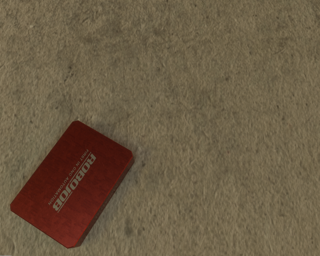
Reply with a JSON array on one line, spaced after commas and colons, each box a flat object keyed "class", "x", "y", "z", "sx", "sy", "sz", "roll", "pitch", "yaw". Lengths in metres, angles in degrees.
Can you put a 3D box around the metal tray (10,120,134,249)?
[{"class": "metal tray", "x": -0.103, "y": 0.066, "z": 0.380, "sx": 0.090, "sy": 0.030, "sz": 0.130, "roll": 29, "pitch": 72, "yaw": 10}]
